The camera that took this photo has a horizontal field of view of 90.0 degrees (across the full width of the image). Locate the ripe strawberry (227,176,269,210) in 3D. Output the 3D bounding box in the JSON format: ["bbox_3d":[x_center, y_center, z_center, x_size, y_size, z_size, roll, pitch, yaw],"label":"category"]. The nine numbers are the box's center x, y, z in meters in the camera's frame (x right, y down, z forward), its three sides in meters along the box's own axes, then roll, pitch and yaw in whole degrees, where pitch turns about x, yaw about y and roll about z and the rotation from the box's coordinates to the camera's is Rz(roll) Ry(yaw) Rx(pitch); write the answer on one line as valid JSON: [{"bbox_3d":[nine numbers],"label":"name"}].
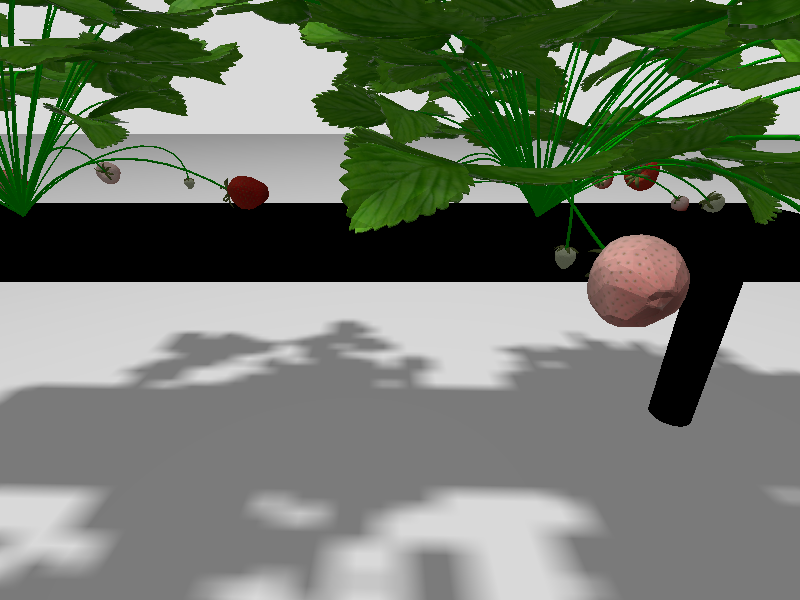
[{"bbox_3d":[-0.139,-0.099,0.368,0.035,0.030,0.035,-3,24,-7],"label":"ripe strawberry"}]

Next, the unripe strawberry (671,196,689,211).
[{"bbox_3d":[0.257,-0.087,0.366,0.015,0.013,0.015,37,14,-21],"label":"unripe strawberry"}]

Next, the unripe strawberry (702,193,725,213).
[{"bbox_3d":[0.287,-0.088,0.365,0.018,0.017,0.016,12,22,-12],"label":"unripe strawberry"}]

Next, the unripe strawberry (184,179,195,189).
[{"bbox_3d":[-0.242,-0.133,0.461,0.010,0.011,0.011,16,29,31],"label":"unripe strawberry"}]

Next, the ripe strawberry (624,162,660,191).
[{"bbox_3d":[0.296,-0.154,0.488,0.040,0.039,0.037,-20,31,-38],"label":"ripe strawberry"}]

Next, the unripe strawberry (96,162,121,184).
[{"bbox_3d":[-0.385,-0.168,0.531,0.027,0.028,0.029,-6,13,-14],"label":"unripe strawberry"}]

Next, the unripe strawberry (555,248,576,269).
[{"bbox_3d":[0.087,-0.022,0.211,0.011,0.011,0.011,5,25,12],"label":"unripe strawberry"}]

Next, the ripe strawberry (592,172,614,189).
[{"bbox_3d":[0.252,-0.152,0.497,0.025,0.027,0.027,18,29,35],"label":"ripe strawberry"}]

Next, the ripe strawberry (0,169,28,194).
[{"bbox_3d":[-0.425,-0.129,0.439,0.025,0.029,0.027,-21,31,-38],"label":"ripe strawberry"}]

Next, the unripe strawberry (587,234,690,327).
[{"bbox_3d":[0.095,-0.006,0.158,0.036,0.038,0.038,3,25,7],"label":"unripe strawberry"}]
